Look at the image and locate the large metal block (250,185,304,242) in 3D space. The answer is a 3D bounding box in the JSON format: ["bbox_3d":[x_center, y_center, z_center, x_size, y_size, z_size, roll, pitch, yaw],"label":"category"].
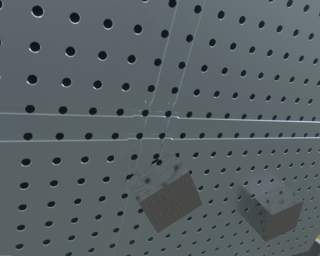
[{"bbox_3d":[0.239,0.176,0.638,0.081,0.050,0.079,-16,125,-20],"label":"large metal block"}]

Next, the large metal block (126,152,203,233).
[{"bbox_3d":[0.008,0.096,0.461,0.080,0.050,0.080,-31,129,-9],"label":"large metal block"}]
